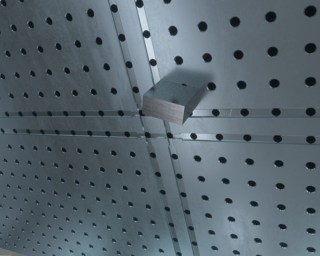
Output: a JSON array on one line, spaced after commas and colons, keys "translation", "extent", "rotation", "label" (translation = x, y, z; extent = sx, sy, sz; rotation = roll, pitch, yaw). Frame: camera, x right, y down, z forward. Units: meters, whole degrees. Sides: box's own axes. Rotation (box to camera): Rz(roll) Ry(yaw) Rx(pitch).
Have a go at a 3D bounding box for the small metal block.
[{"translation": [0.013, -0.032, 0.367], "extent": [0.050, 0.050, 0.025], "rotation": [17, 125, 18], "label": "small metal block"}]
